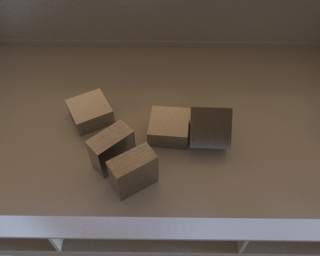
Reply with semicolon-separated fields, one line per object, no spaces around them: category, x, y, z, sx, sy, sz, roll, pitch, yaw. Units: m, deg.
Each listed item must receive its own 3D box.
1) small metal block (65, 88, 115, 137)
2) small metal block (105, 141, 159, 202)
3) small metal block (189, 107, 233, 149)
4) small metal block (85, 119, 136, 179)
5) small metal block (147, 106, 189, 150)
small metal block;-0.095;-0.022;0.423;0.050;0.025;0.050;-22;54;-18
small metal block;-0.030;0.049;0.347;0.050;0.050;0.025;-26;55;-20
small metal block;0.062;-0.001;0.388;0.050;0.025;0.050;2;95;1
small metal block;-0.056;0.025;0.367;0.050;0.050;0.025;-35;58;-26
small metal block;0.012;-0.001;0.405;0.050;0.025;0.050;4;50;6
